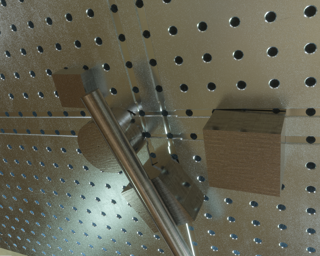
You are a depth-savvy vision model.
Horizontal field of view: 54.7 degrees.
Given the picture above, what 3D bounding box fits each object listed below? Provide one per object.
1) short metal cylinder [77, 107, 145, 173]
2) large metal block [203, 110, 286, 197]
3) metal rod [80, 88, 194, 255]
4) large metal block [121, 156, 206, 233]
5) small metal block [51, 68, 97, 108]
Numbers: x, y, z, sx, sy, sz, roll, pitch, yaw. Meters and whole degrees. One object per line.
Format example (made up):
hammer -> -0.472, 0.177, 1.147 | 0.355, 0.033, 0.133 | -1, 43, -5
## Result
short metal cylinder -> -0.068, 0.017, 0.439 | 0.080, 0.050, 0.079 | 13, 124, 20
large metal block -> 0.100, 0.027, 0.359 | 0.080, 0.050, 0.079 | 4, 120, 26
metal rod -> -0.016, 0.086, 0.406 | 0.025, 0.025, 0.299 | -16, 110, 34
large metal block -> 0.005, 0.098, 0.452 | 0.080, 0.050, 0.080 | -31, 102, 37
small metal block -> -0.118, -0.056, 0.436 | 0.050, 0.025, 0.050 | 5, 121, 25
